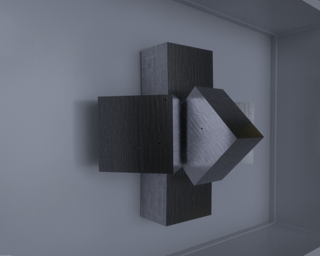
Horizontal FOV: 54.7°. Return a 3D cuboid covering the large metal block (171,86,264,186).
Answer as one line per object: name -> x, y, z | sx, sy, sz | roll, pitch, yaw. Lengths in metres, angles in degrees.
large metal block -> 0.058, 0.009, 0.366 | 0.050, 0.080, 0.080 | -1, 47, -41

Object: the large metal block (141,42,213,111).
large metal block -> 0.024, -0.062, 0.405 | 0.081, 0.050, 0.079 | -2, 92, -40

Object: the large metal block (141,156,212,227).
large metal block -> 0.022, 0.076, 0.408 | 0.081, 0.050, 0.080 | 1, 90, -40

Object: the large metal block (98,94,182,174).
large metal block -> -0.020, 0.006, 0.342 | 0.050, 0.080, 0.079 | -6, 96, -76

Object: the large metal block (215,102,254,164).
large metal block -> 0.095, 0.006, 0.439 | 0.050, 0.080, 0.080 | 1, 90, -1
